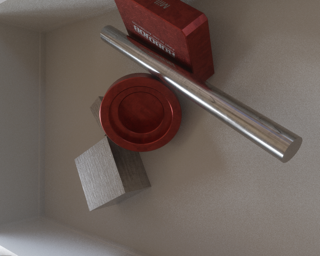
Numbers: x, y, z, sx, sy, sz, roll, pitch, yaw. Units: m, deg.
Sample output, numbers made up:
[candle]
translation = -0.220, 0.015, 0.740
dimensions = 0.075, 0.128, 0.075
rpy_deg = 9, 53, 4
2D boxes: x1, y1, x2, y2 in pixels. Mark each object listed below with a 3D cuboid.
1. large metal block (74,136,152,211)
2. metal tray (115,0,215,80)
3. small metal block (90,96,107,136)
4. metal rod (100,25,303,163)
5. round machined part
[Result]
[large metal block]
translation = -0.069, 0.064, 0.445
dimensions = 0.080, 0.050, 0.080
rpy_deg = -33, 70, 35
[metal tray]
translation = 0.003, -0.112, 0.360
dimensions = 0.030, 0.090, 0.130
rpy_deg = -41, 58, -11
[small metal block]
translation = -0.064, -0.017, 0.441
dimensions = 0.025, 0.050, 0.050
rpy_deg = -46, 63, 30
[metal rod]
translation = 0.017, -0.057, 0.343
dimensions = 0.300, 0.025, 0.025
rpy_deg = 40, 114, 39
[round machined part]
translation = -0.023, -0.022, 0.390
dimensions = 0.097, 0.099, 0.042
rpy_deg = -62, 12, 21
